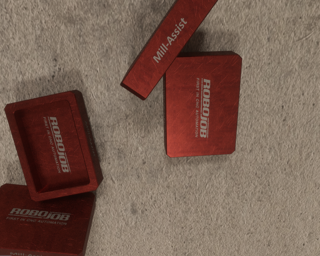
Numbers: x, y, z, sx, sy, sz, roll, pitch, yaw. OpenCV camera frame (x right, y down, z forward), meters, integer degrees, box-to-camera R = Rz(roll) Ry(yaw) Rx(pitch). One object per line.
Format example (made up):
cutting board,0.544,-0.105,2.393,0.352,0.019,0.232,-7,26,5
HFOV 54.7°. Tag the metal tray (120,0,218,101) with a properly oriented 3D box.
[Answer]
metal tray,0.009,-0.099,0.338,0.030,0.090,0.129,34,106,-12

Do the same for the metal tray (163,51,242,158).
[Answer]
metal tray,0.051,-0.029,0.391,0.091,0.030,0.129,-3,113,-4

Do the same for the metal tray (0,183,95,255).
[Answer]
metal tray,-0.160,0.126,0.417,0.131,0.090,0.030,7,136,-3

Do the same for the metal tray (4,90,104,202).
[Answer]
metal tray,-0.134,0.023,0.400,0.090,0.030,0.129,-12,99,3
